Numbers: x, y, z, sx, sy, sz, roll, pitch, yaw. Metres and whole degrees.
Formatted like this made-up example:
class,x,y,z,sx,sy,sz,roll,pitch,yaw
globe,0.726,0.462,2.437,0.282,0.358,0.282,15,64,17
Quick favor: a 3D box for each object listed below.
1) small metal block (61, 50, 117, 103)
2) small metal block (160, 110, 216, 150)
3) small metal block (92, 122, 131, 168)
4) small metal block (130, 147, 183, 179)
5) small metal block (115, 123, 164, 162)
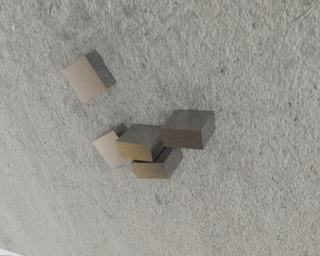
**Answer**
class,x,y,z,sx,sy,sz,roll,pitch,yaw
small metal block,-0.095,-0.068,0.414,0.050,0.025,0.050,-22,107,36
small metal block,0.035,0.000,0.373,0.050,0.050,0.025,4,120,26
small metal block,-0.063,0.026,0.457,0.050,0.025,0.050,-25,105,37
small metal block,-0.003,0.044,0.419,0.050,0.050,0.025,-4,116,30
small metal block,-0.023,0.018,0.414,0.050,0.050,0.025,5,121,26
